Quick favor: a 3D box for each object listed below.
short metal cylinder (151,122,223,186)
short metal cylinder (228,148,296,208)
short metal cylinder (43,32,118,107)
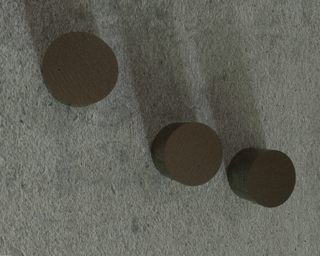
[{"bbox_3d":[0.035,0.032,0.408,0.081,0.050,0.080,0,90,-20],"label":"short metal cylinder"},{"bbox_3d":[0.147,0.070,0.450,0.081,0.050,0.080,0,90,-20],"label":"short metal cylinder"},{"bbox_3d":[-0.094,-0.065,0.361,0.081,0.050,0.080,0,90,-20],"label":"short metal cylinder"}]
